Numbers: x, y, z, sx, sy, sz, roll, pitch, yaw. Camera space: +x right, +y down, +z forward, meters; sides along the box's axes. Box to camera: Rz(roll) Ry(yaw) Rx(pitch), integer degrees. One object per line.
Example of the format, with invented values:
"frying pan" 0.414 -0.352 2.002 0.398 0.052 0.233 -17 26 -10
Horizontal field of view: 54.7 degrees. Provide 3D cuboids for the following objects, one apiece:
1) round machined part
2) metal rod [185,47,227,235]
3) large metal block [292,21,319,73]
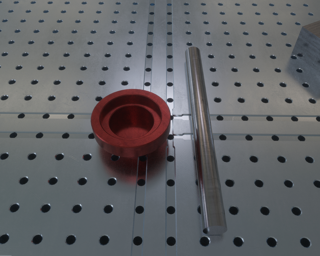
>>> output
"round machined part" -0.036 -0.002 0.398 0.099 0.042 0.098 0 50 0
"metal rod" 0.055 -0.009 0.415 0.025 0.025 0.300 0 50 0
"large metal block" 0.283 -0.135 0.506 0.081 0.050 0.080 -22 54 -18
